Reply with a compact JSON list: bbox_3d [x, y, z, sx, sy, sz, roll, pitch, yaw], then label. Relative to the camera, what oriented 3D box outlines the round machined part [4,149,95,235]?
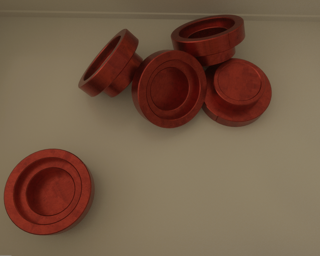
[{"bbox_3d":[-0.127,0.077,0.371,0.099,0.042,0.098,0,70,-1],"label":"round machined part"}]

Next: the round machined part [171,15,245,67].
[{"bbox_3d":[0.067,-0.119,0.428,0.098,0.042,0.098,-11,33,8],"label":"round machined part"}]

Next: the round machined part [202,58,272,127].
[{"bbox_3d":[0.103,-0.054,0.422,0.099,0.042,0.098,0,70,-1],"label":"round machined part"}]

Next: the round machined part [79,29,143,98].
[{"bbox_3d":[-0.060,-0.079,0.409,0.042,0.098,0.098,39,71,-24],"label":"round machined part"}]

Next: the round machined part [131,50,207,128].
[{"bbox_3d":[0.008,-0.052,0.402,0.099,0.042,0.097,-9,109,-26],"label":"round machined part"}]
